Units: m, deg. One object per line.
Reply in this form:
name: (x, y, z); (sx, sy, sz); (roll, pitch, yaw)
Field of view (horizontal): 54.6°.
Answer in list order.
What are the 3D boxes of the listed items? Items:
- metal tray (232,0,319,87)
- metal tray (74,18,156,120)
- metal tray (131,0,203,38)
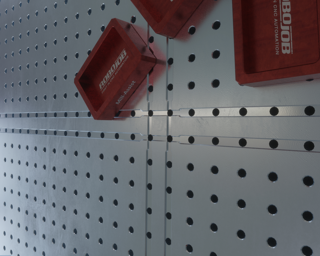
metal tray: (0.120, -0.111, 0.307); (0.090, 0.030, 0.129); (-3, 88, 40)
metal tray: (-0.073, -0.085, 0.467); (0.129, 0.030, 0.090); (-48, 62, 29)
metal tray: (0.000, -0.195, 0.406); (0.090, 0.030, 0.130); (-48, 62, 29)
